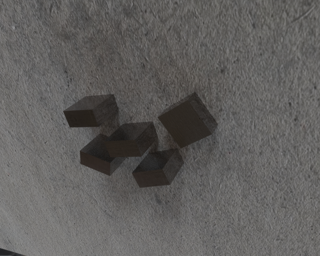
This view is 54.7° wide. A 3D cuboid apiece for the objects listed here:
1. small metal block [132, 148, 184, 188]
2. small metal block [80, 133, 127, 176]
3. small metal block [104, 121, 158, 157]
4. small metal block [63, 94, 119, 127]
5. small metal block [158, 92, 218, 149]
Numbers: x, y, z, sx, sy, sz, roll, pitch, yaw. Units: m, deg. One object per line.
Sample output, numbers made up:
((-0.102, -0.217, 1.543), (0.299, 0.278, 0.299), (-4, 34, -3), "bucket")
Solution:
((-0.002, 0.055, 0.426), (0.050, 0.050, 0.025), (-13, 112, 33), "small metal block")
((-0.081, 0.038, 0.457), (0.050, 0.050, 0.025), (19, 126, 17), "small metal block")
((-0.038, 0.015, 0.420), (0.050, 0.050, 0.025), (-4, 116, 30), "small metal block")
((-0.094, -0.024, 0.425), (0.050, 0.050, 0.025), (-1, 118, 29), "small metal block")
((0.034, -0.009, 0.383), (0.050, 0.025, 0.050), (-29, 103, 37), "small metal block")
